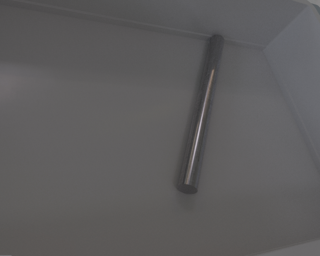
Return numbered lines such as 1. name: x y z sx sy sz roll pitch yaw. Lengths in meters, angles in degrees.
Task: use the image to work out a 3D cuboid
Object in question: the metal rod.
1. metal rod: 0.068 -0.041 0.466 0.025 0.025 0.300 26 53 -12
